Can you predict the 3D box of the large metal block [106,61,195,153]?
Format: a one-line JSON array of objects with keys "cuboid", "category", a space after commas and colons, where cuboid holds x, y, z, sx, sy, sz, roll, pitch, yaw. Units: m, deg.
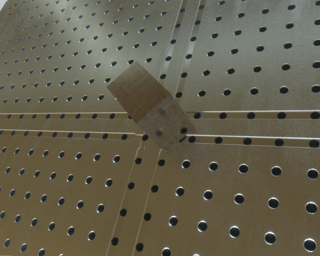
[{"cuboid": [-0.011, -0.026, 0.395, 0.050, 0.080, 0.080, -42, 51, 0], "category": "large metal block"}]
